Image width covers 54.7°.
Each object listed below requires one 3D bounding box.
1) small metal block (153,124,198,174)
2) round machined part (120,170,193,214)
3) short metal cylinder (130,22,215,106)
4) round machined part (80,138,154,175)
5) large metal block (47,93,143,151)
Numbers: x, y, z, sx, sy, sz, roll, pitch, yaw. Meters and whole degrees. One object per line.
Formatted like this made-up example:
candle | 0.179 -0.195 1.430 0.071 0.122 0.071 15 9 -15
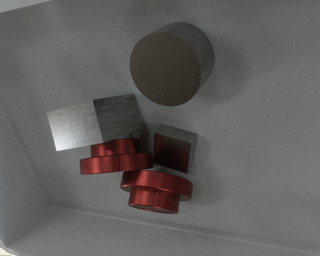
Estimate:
small metal block | 0.020 0.028 0.414 0.050 0.025 0.050 16 125 18
round machined part | -0.006 0.091 0.423 0.099 0.042 0.098 8 160 3
short metal cylinder | 0.014 -0.070 0.340 0.080 0.050 0.079 13 124 20
round machined part | -0.060 0.039 0.426 0.098 0.099 0.042 -10 82 32
large metal block | -0.082 -0.009 0.402 0.080 0.080 0.050 -11 95 32
